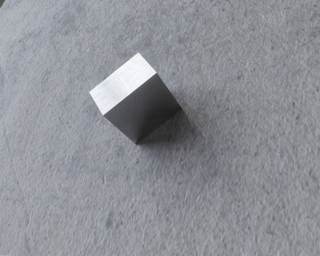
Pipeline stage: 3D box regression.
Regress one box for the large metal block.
[{"bbox_3d":[-0.030,-0.036,0.408,0.080,0.080,0.050,-39,51,2],"label":"large metal block"}]
